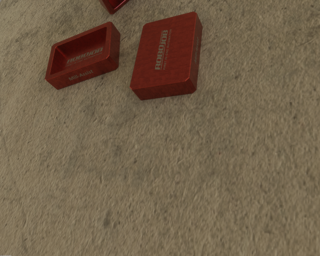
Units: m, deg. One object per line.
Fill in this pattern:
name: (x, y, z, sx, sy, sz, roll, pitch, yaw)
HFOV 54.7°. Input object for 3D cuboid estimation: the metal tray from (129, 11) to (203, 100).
metal tray: (0.011, -0.107, 0.459, 0.090, 0.030, 0.130, -5, 59, 25)

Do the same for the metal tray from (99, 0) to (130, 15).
metal tray: (-0.062, -0.278, 0.560, 0.130, 0.090, 0.030, -41, 76, 0)

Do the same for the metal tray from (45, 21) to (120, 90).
metal tray: (-0.136, -0.127, 0.547, 0.130, 0.030, 0.090, -15, 56, 19)
